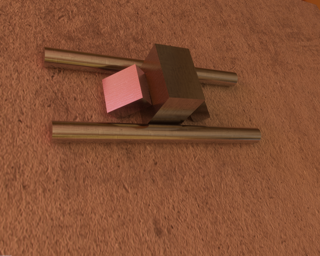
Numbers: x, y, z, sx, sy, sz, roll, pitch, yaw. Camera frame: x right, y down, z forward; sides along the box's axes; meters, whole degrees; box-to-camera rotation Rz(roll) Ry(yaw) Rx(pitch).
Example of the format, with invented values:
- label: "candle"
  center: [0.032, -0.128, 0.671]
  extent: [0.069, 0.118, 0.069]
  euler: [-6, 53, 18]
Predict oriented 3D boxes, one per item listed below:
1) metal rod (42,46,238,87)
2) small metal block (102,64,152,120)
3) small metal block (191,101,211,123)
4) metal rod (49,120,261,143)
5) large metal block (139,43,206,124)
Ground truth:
- label: "metal rod"
  center: [-0.010, -0.085, 0.453]
  extent: [0.303, 0.025, 0.025]
  euler: [1, 61, -28]
- label: "small metal block"
  center: [-0.043, -0.045, 0.394]
  extent: [0.025, 0.050, 0.050]
  euler: [37, 36, -59]
- label: "small metal block"
  center: [0.050, -0.042, 0.442]
  extent: [0.025, 0.050, 0.050]
  euler: [-18, 64, 9]
- label: "metal rod"
  center: [0.014, 0.008, 0.409]
  extent: [0.303, 0.025, 0.025]
  euler: [2, 61, -28]
- label: "large metal block"
  center: [0.007, -0.051, 0.409]
  extent: [0.050, 0.080, 0.080]
  euler: [1, 62, -28]
